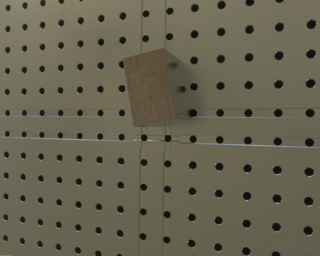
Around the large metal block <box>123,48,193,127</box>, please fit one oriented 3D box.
[{"bbox_3d":[0.001,-0.045,0.382,0.050,0.080,0.080,-11,87,19],"label":"large metal block"}]
